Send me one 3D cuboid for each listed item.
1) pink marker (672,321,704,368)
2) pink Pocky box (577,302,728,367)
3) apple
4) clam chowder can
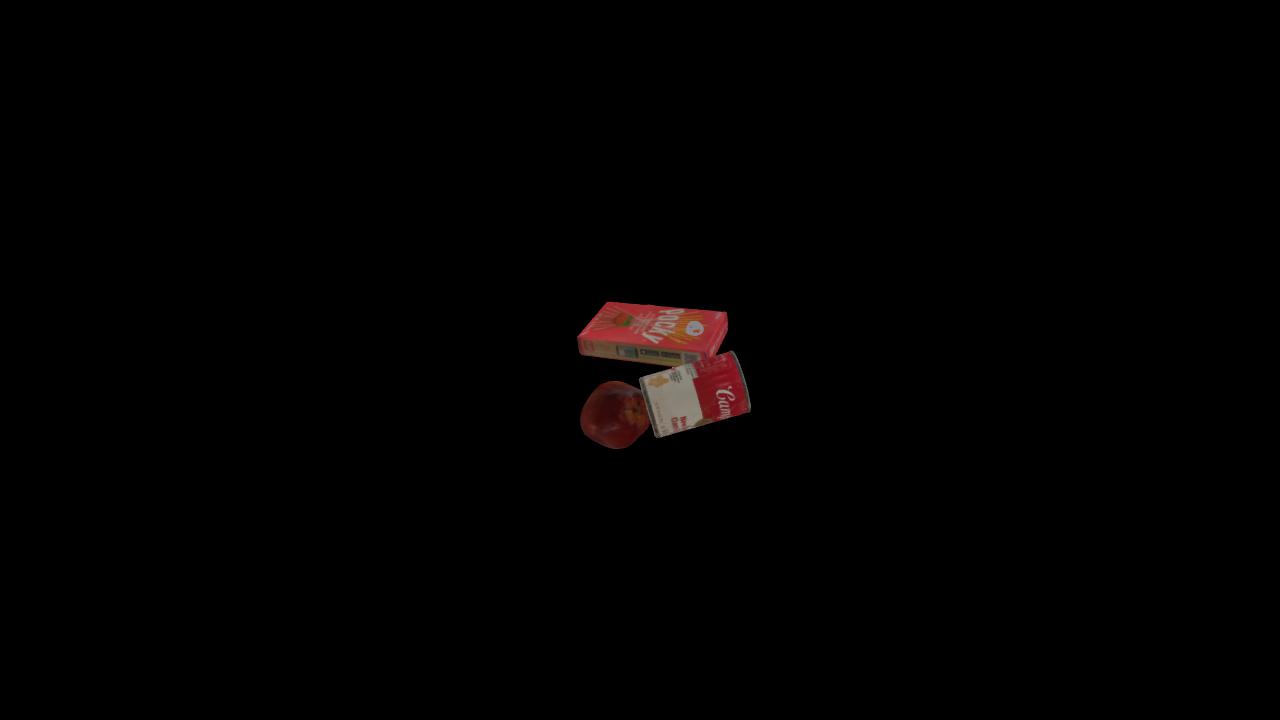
[{"bbox_3d":[0.051,-0.004,0.713,0.020,0.020,0.121,0,-31,-10],"label":"pink marker"},{"bbox_3d":[0.015,-0.030,0.699,0.155,0.029,0.084,7,38,22],"label":"pink Pocky box"},{"bbox_3d":[-0.028,0.063,0.705,0.079,0.079,0.093,0,-5,-33],"label":"apple"},{"bbox_3d":[0.056,0.036,0.638,0.102,0.068,0.068,-15,0,0],"label":"clam chowder can"}]
